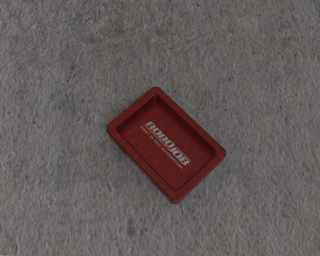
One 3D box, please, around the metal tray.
[{"bbox_3d":[0.007,0.020,0.398,0.090,0.030,0.130,-41,75,-14],"label":"metal tray"}]
